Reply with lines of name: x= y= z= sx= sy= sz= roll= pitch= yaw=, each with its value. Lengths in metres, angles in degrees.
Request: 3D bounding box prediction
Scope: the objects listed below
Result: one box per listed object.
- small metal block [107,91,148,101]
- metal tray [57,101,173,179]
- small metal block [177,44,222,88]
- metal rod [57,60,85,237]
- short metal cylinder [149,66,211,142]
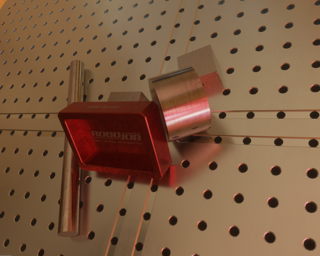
small metal block: x=-0.038 y=-0.026 z=0.428 sx=0.050 sy=0.050 sz=0.025 roll=2 pitch=63 yaw=29
metal tray: x=-0.057 y=0.013 z=0.386 sx=0.130 sy=0.089 sz=0.030 roll=2 pitch=31 yaw=29
small metal block: x=0.054 y=-0.082 z=0.430 sx=0.050 sy=0.025 sz=0.050 roll=-18 pitch=55 yaw=18
metal rod: x=-0.131 y=0.010 z=0.471 sx=0.025 sy=0.025 sz=0.299 roll=-19 pitch=54 yaw=17
short metal cylinder: x=0.022 y=-0.028 z=0.371 sx=0.050 sy=0.080 sz=0.080 roll=-17 pitch=53 yaw=-5
